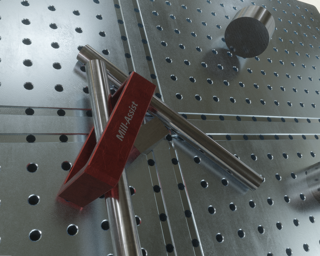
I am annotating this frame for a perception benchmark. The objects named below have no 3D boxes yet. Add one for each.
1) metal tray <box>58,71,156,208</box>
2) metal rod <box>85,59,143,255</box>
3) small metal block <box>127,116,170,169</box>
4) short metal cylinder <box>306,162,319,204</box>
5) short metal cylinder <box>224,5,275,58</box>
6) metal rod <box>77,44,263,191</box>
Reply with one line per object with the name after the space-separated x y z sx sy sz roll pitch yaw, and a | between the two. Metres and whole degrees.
-0.055 0.011 0.329 0.030 0.090 0.130 32 51 -17 | metal tray
-0.045 0.050 0.308 0.025 0.025 0.299 2 56 -28 | metal rod
-0.023 0.018 0.370 0.050 0.050 0.025 -34 82 -39 | small metal block
0.286 0.086 0.497 0.081 0.050 0.080 14 56 -21 | short metal cylinder
0.166 -0.178 0.574 0.080 0.080 0.050 37 51 -4 | short metal cylinder
0.016 -0.012 0.425 0.301 0.025 0.025 37 51 -4 | metal rod
